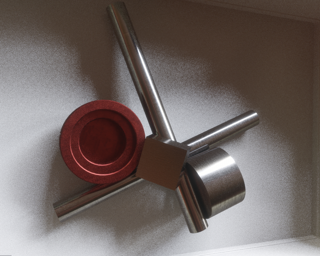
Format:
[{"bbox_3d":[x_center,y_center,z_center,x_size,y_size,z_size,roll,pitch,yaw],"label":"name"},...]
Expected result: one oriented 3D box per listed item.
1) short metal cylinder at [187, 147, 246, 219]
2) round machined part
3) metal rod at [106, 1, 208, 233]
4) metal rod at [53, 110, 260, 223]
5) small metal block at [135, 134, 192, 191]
[{"bbox_3d":[0.065,0.071,0.405,0.050,0.080,0.080,-21,97,-19],"label":"short metal cylinder"},{"bbox_3d":[-0.071,0.016,0.375,0.099,0.042,0.097,0,90,-21],"label":"round machined part"},{"bbox_3d":[-0.003,-0.013,0.390,0.025,0.025,0.299,-21,90,-19],"label":"metal rod"},{"bbox_3d":[0.009,0.043,0.414,0.302,0.025,0.025,-24,98,-19],"label":"metal rod"},{"bbox_3d":[0.004,0.040,0.368,0.050,0.025,0.050,18,101,13],"label":"small metal block"}]
